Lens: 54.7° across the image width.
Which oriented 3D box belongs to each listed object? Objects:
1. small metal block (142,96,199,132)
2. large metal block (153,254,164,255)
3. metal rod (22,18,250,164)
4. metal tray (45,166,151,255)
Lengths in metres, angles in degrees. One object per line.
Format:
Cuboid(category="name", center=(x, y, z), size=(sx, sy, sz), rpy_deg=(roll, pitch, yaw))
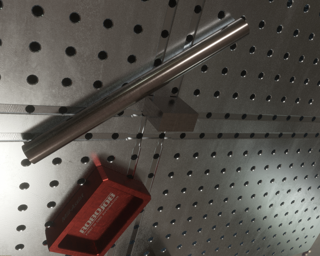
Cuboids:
Cuboid(category="small metal block", center=(0.012, -0.018, 0.392), size=(0.050, 0.050, 0.025), rpy_deg=(0, 118, -29))
Cuboid(category="large metal block", center=(-0.001, 0.290, 0.557), size=(0.050, 0.080, 0.080), rpy_deg=(32, 100, -39))
Cuboid(category="metal rod", center=(-0.022, -0.049, 0.370), size=(0.301, 0.025, 0.025), rpy_deg=(-32, 129, -8))
Cuboid(category="metal tray", center=(-0.086, 0.124, 0.438), size=(0.090, 0.030, 0.130), rpy_deg=(33, 100, -39))
